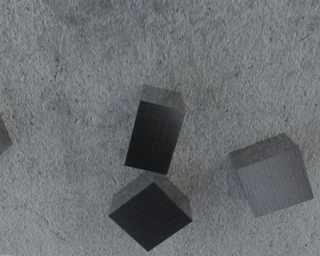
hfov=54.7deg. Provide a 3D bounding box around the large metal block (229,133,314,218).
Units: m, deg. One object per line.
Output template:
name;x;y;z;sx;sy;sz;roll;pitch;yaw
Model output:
large metal block;0.150;0.064;0.421;0.080;0.050;0.080;-22;109;7

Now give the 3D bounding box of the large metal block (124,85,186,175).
large metal block;-0.006;-0.001;0.380;0.050;0.080;0.079;14;110;-5

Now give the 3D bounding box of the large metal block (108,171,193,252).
large metal block;-0.012;0.112;0.438;0.080;0.050;0.080;-39;106;13

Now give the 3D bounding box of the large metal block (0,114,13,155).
large metal block;-0.249;0.021;0.386;0.080;0.080;0.050;-11;110;4
